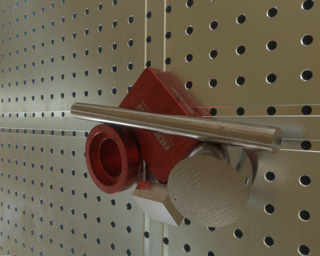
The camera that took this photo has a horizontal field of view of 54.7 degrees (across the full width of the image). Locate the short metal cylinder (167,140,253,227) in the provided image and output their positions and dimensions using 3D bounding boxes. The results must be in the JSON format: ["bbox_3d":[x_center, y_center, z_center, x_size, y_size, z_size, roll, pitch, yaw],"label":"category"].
[{"bbox_3d":[0.054,0.056,0.327,0.080,0.050,0.079,7,111,19],"label":"short metal cylinder"}]

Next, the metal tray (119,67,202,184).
[{"bbox_3d":[0.002,-0.004,0.404,0.090,0.030,0.130,-51,61,27],"label":"metal tray"}]

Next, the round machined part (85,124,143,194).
[{"bbox_3d":[-0.062,0.041,0.440,0.098,0.042,0.097,8,102,44],"label":"round machined part"}]

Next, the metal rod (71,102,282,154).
[{"bbox_3d":[-0.009,-0.007,0.374,0.300,0.025,0.025,9,96,39],"label":"metal rod"}]

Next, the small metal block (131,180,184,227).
[{"bbox_3d":[0.000,0.094,0.390,0.050,0.025,0.050,3,136,39],"label":"small metal block"}]
